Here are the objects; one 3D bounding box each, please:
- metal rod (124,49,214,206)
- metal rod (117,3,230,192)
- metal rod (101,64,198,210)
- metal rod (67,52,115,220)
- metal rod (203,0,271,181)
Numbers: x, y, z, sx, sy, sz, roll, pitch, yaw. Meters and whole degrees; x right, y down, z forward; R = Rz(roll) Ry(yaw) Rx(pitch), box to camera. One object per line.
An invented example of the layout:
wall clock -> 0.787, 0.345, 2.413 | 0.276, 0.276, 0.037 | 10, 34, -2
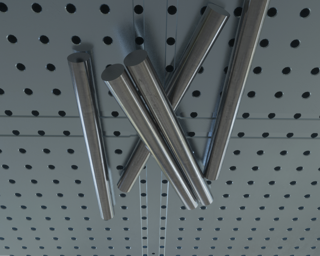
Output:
metal rod -> 0.026, 0.024, 0.407 | 0.025, 0.025, 0.299 | -16, 137, 12
metal rod -> 0.002, -0.014, 0.399 | 0.025, 0.025, 0.298 | 17, 128, -15
metal rod -> 0.003, 0.036, 0.412 | 0.025, 0.025, 0.299 | -15, 138, 12
metal rod -> -0.090, 0.035, 0.440 | 0.025, 0.025, 0.298 | 0, 130, 0
metal rod -> 0.088, -0.043, 0.376 | 0.025, 0.025, 0.298 | 3, 130, -3
